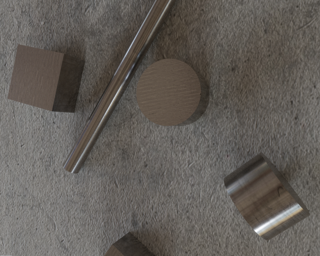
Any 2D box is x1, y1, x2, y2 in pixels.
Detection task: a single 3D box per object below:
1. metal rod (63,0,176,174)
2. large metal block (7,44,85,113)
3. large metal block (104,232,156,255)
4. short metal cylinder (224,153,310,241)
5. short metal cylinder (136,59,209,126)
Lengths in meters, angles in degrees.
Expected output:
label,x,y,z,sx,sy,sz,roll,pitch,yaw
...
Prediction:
label,x,y,z,sx,sy,sz,roll,pitch,yaw
metal rod,-0.054,-0.066,0.428,0.025,0.025,0.299,34,101,16
large metal block,-0.166,-0.071,0.454,0.080,0.050,0.080,15,95,19
large metal block,-0.044,0.202,0.411,0.080,0.050,0.080,38,102,16
short metal cylinder,0.115,0.073,0.339,0.050,0.080,0.080,-39,78,16
short metal cylinder,0.017,-0.042,0.390,0.080,0.050,0.080,0,90,20
